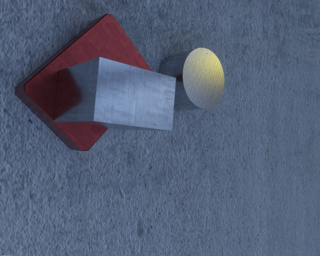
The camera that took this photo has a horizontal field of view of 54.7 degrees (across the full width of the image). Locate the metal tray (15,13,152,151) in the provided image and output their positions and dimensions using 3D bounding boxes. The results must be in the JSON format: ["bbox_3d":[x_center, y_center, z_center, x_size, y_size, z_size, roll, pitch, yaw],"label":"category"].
[{"bbox_3d":[-0.075,-0.050,0.339,0.130,0.030,0.090,-52,121,-27],"label":"metal tray"}]

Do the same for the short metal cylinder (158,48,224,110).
[{"bbox_3d":[0.043,-0.065,0.424,0.081,0.050,0.080,0,90,-40],"label":"short metal cylinder"}]

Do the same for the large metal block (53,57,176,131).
[{"bbox_3d":[-0.043,-0.026,0.293,0.081,0.080,0.050,7,86,-40],"label":"large metal block"}]
